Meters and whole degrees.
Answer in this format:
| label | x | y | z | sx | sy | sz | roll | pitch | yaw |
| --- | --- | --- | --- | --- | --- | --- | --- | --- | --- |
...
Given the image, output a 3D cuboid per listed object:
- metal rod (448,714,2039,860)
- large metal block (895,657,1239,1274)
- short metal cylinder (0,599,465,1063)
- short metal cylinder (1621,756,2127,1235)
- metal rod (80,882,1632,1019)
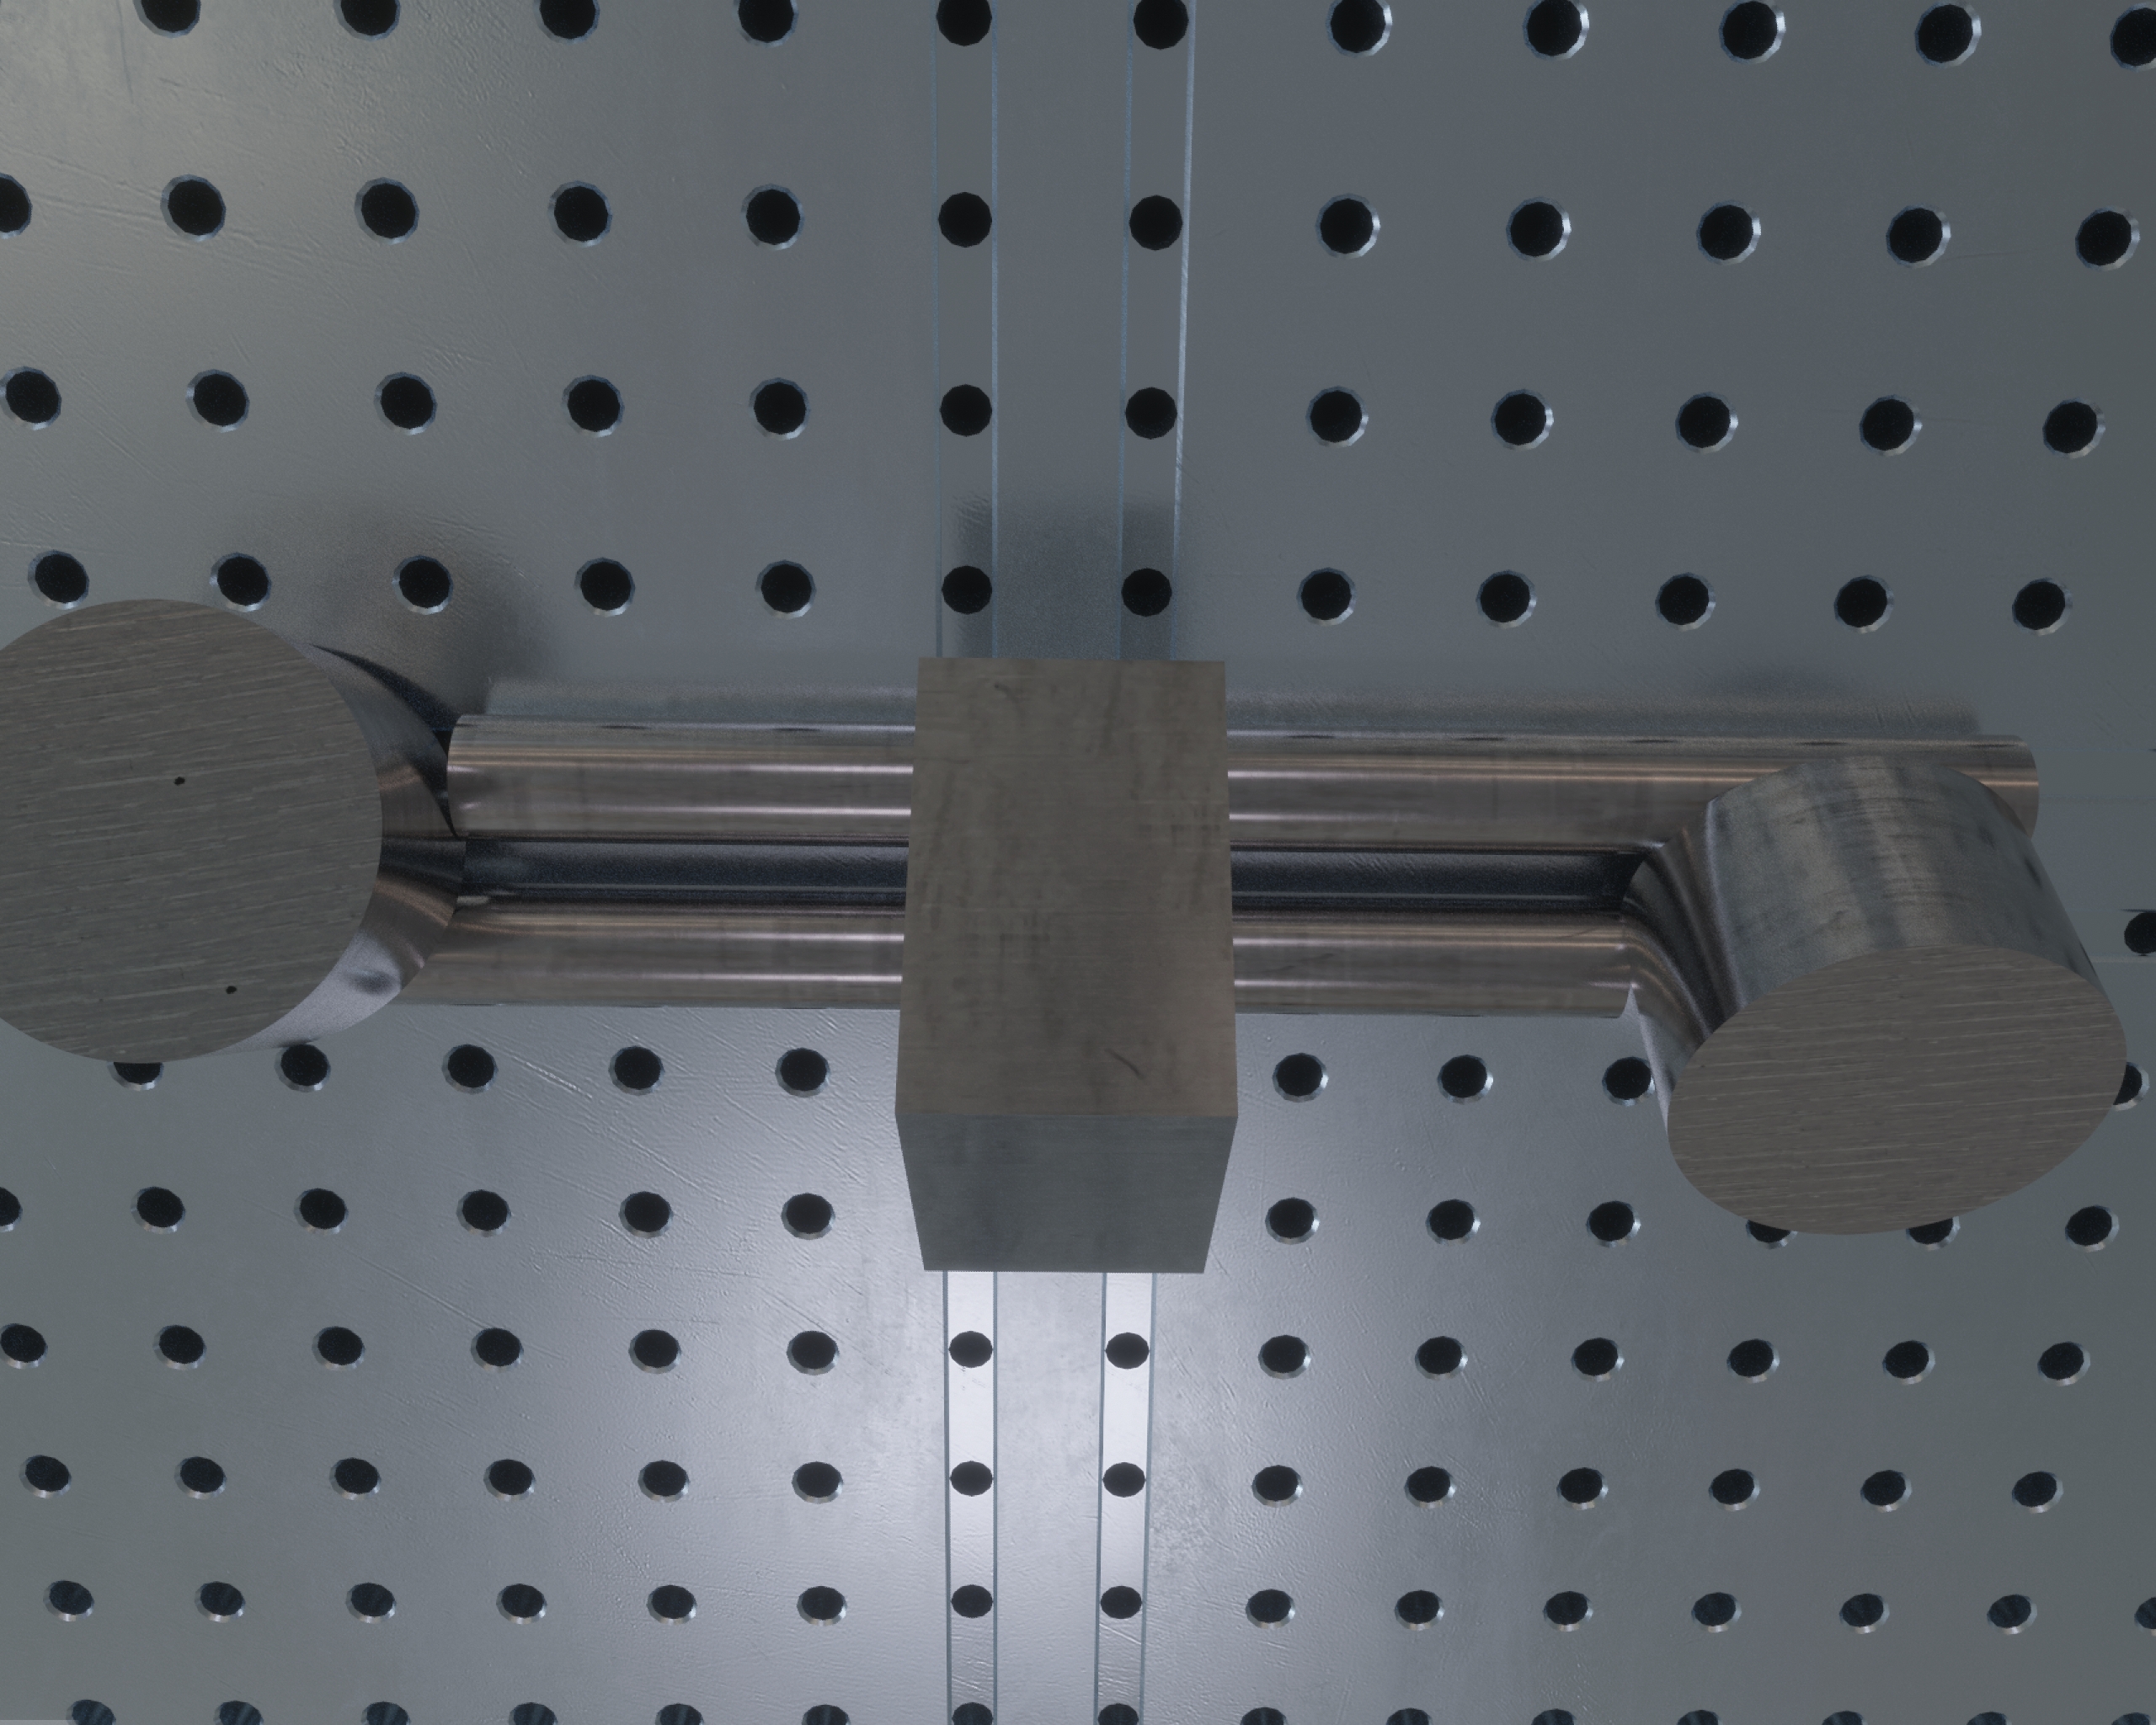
| label | x | y | z | sx | sy | sz | roll | pitch | yaw |
| --- | --- | --- | --- | --- | --- | --- | --- | --- | --- |
| metal rod | 0.032 | -0.015 | 0.408 | 0.302 | 0.025 | 0.025 | 1 | 110 | -1 |
| large metal block | -0.002 | 0.020 | 0.359 | 0.050 | 0.080 | 0.080 | 1 | 152 | 0 |
| short metal cylinder | -0.160 | -0.005 | 0.382 | 0.081 | 0.050 | 0.080 | 0 | 87 | -1 |
| short metal cylinder | 0.148 | 0.026 | 0.397 | 0.081 | 0.050 | 0.079 | 0 | 132 | 0 |
| metal rod | -0.043 | 0.017 | 0.419 | 0.302 | 0.025 | 0.025 | 1 | 110 | -1 |
